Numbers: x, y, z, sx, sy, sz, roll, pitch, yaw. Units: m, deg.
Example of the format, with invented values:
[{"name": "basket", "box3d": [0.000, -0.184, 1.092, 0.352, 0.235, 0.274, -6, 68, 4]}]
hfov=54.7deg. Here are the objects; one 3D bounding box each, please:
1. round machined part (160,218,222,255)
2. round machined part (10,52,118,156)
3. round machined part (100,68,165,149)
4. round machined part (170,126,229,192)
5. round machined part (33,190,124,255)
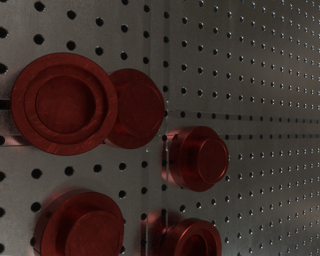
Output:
[{"name": "round machined part", "box3d": [0.039, 0.175, 0.434, 0.099, 0.042, 0.097, 0, 90, -40]}, {"name": "round machined part", "box3d": [-0.095, -0.023, 0.310, 0.099, 0.042, 0.097, 0, 90, -26]}, {"name": "round machined part", "box3d": [-0.033, -0.023, 0.372, 0.099, 0.042, 0.097, 0, 90, -40]}, {"name": "round machined part", "box3d": [0.064, 0.046, 0.454, 0.099, 0.042, 0.097, 0, 90, -40]}, {"name": "round machined part", "box3d": [-0.079, 0.118, 0.333, 0.099, 0.042, 0.097, 0, 90, -40]}]
